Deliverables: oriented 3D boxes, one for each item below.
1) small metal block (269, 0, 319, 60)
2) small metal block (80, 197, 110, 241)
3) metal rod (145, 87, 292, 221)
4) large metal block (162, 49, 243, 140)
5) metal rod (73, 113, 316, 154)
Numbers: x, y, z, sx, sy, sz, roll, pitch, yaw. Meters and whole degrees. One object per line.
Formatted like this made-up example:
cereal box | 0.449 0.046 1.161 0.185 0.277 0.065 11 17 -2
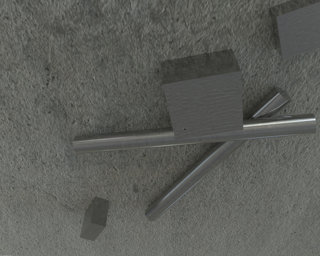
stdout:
small metal block | 0.146 -0.105 0.320 0.050 0.025 0.050 -17 129 13
small metal block | -0.109 0.152 0.519 0.025 0.050 0.050 23 126 -19
metal rod | 0.067 0.054 0.454 0.025 0.025 0.298 27 125 -21
large metal block | 0.050 -0.038 0.360 0.080 0.050 0.080 -9 130 7
metal rod | 0.033 0.009 0.394 0.301 0.025 0.025 -6 130 12
